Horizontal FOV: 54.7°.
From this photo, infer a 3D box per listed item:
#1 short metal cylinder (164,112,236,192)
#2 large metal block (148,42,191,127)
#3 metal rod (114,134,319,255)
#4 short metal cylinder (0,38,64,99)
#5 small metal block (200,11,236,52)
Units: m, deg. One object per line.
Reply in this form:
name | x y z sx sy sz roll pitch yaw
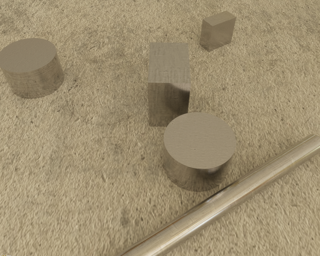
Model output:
short metal cylinder | 0.044 0.028 0.364 0.081 0.050 0.080 0 50 0
large metal block | 0.011 -0.058 0.416 0.050 0.080 0.080 1 50 0
metal rod | 0.068 0.081 0.336 0.302 0.025 0.025 -26 55 -21
short metal cylinder | -0.189 -0.089 0.459 0.081 0.050 0.080 0 50 0
small metal block | 0.098 -0.164 0.526 0.050 0.050 0.025 -26 55 -21
